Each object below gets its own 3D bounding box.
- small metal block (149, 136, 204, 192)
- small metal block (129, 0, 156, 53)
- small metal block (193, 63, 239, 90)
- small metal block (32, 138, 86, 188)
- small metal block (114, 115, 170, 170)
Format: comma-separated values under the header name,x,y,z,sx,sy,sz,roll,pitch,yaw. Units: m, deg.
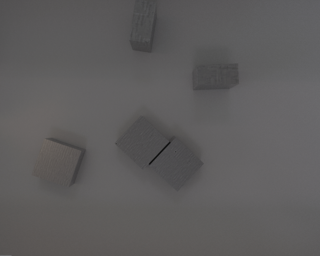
name,x,y,z,sx,sy,sz,roll,pitch,yaw
small metal block,0.021,0.046,0.410,0.050,0.025,0.050,43,90,-5
small metal block,-0.021,-0.129,0.398,0.025,0.050,0.050,9,90,0
small metal block,0.070,-0.065,0.399,0.050,0.050,0.025,-2,90,0
small metal block,-0.133,0.045,0.410,0.050,0.025,0.050,19,90,0
small metal block,-0.023,0.019,0.411,0.050,0.025,0.050,43,90,0
